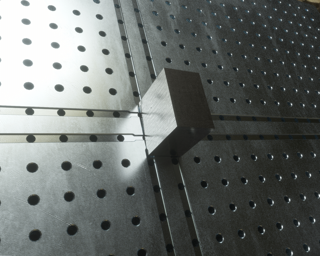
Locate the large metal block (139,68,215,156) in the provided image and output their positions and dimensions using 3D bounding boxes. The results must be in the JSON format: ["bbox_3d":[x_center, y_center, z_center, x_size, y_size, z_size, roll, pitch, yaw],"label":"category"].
[{"bbox_3d":[0.017,-0.017,0.393,0.050,0.080,0.080,3,60,-27],"label":"large metal block"}]
